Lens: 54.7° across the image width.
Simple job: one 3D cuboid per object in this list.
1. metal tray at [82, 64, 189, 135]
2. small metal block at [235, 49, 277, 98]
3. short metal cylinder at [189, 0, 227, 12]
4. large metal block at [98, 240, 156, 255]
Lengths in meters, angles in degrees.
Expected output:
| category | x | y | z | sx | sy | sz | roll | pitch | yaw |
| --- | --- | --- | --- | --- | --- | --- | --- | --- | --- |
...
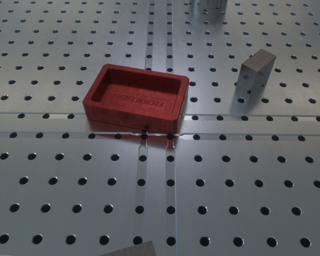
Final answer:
| category | x | y | z | sx | sy | sz | roll | pitch | yaw |
| --- | --- | --- | --- | --- | --- | --- | --- | --- | --- |
| metal tray | -0.031 | -0.044 | 0.440 | 0.131 | 0.030 | 0.090 | 11 | 51 | 9 |
| small metal block | 0.142 | -0.082 | 0.461 | 0.025 | 0.050 | 0.050 | 37 | 59 | 27 |
| short metal cylinder | 0.100 | -0.279 | 0.626 | 0.080 | 0.050 | 0.080 | 0 | 50 | 0 |
| large metal block | -0.034 | 0.154 | 0.262 | 0.081 | 0.050 | 0.080 | -13 | 51 | -11 |
